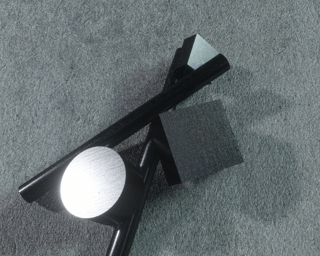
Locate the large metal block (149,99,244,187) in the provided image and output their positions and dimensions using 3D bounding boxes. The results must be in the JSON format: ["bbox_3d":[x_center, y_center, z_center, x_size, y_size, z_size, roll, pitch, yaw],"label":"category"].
[{"bbox_3d":[0.042,0.018,0.374,0.081,0.050,0.080,-15,80,-19],"label":"large metal block"}]

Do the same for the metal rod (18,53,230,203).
[{"bbox_3d":[-0.040,-0.003,0.391,0.301,0.025,0.025,-34,74,-5],"label":"metal rod"}]

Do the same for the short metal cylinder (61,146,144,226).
[{"bbox_3d":[-0.065,0.068,0.357,0.080,0.050,0.080,-9,62,18],"label":"short metal cylinder"}]

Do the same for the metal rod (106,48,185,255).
[{"bbox_3d":[-0.009,0.026,0.399,0.025,0.025,0.299,16,71,6],"label":"metal rod"}]

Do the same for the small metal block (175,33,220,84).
[{"bbox_3d":[0.053,-0.093,0.430,0.050,0.025,0.050,30,67,-32],"label":"small metal block"}]
